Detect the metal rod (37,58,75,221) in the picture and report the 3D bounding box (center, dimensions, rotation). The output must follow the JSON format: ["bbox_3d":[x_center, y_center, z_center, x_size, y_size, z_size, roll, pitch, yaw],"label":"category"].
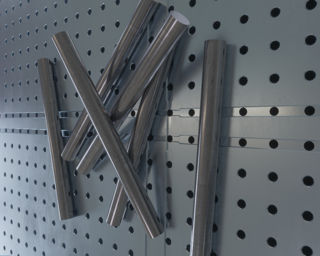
[{"bbox_3d":[-0.193,0.016,0.570,0.025,0.025,0.299,-19,78,38],"label":"metal rod"}]

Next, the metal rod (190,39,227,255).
[{"bbox_3d":[0.055,0.050,0.364,0.025,0.025,0.298,6,94,40],"label":"metal rod"}]

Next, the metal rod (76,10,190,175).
[{"bbox_3d":[-0.053,-0.027,0.429,0.298,0.025,0.025,-52,60,36],"label":"metal rod"}]

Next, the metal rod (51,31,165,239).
[{"bbox_3d":[-0.071,0.008,0.420,0.025,0.025,0.299,-28,88,37],"label":"metal rod"}]

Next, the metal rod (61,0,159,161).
[{"bbox_3d":[-0.087,-0.063,0.482,0.025,0.025,0.298,48,119,29],"label":"metal rod"}]

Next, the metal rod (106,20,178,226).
[{"bbox_3d":[-0.026,0.003,0.431,0.025,0.025,0.298,28,107,36],"label":"metal rod"}]
